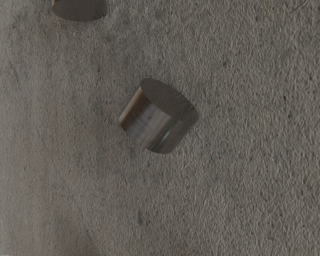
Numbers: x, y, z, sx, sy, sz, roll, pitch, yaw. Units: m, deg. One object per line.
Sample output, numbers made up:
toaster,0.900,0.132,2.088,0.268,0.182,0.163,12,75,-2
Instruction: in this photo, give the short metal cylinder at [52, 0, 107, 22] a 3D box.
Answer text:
short metal cylinder,-0.123,-0.203,0.471,0.080,0.081,0.050,-8,85,40

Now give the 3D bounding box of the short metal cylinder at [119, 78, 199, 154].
short metal cylinder,-0.001,-0.015,0.370,0.080,0.081,0.050,51,120,27
